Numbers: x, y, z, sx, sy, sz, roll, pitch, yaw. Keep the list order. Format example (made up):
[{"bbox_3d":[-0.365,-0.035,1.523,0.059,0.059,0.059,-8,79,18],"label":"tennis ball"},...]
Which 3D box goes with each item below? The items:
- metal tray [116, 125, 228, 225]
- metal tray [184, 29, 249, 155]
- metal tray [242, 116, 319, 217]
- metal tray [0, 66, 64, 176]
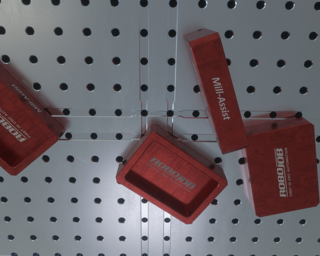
[{"bbox_3d":[0.016,0.067,0.435,0.130,0.030,0.090,35,106,-12],"label":"metal tray"},{"bbox_3d":[0.063,-0.046,0.362,0.030,0.090,0.129,-18,109,6],"label":"metal tray"},{"bbox_3d":[0.167,0.056,0.432,0.090,0.030,0.129,-13,110,4],"label":"metal tray"},{"bbox_3d":[-0.205,-0.011,0.405,0.090,0.030,0.130,-38,106,13],"label":"metal tray"}]
